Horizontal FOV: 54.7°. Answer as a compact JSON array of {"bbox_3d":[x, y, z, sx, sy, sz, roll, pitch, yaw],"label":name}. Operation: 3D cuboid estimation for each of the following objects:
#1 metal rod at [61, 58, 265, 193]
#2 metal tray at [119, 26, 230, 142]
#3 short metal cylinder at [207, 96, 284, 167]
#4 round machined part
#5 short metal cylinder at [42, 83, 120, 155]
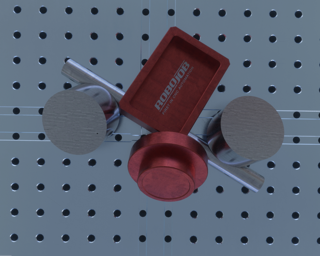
[{"bbox_3d":[0.004,-0.003,0.413,0.301,0.025,0.025,32,90,0],"label":"metal rod"},{"bbox_3d":[0.019,-0.054,0.396,0.090,0.030,0.130,32,77,0],"label":"metal tray"},{"bbox_3d":[0.105,0.006,0.390,0.081,0.050,0.080,3,73,-10],"label":"short metal cylinder"},{"bbox_3d":[0.009,0.054,0.378,0.099,0.042,0.097,4,133,4],"label":"round machined part"},{"bbox_3d":[-0.097,-0.013,0.388,0.080,0.050,0.079,3,107,9],"label":"short metal cylinder"}]
